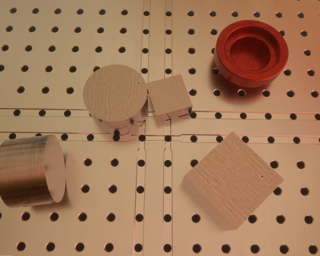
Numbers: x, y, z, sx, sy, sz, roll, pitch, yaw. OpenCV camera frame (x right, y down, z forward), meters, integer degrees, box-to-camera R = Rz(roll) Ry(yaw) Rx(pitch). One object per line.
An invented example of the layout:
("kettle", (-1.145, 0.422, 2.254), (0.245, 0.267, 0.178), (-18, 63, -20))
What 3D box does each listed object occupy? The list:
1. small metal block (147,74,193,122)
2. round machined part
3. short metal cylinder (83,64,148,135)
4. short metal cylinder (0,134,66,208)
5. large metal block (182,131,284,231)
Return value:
("small metal block", (0.012, -0.041, 0.427), (0.050, 0.025, 0.050), (-16, 71, -6))
("round machined part", (0.126, -0.101, 0.441), (0.099, 0.042, 0.098), (0, 70, -1))
("short metal cylinder", (-0.056, -0.037, 0.411), (0.081, 0.050, 0.080), (0, 70, 0))
("short metal cylinder", (-0.147, 0.050, 0.362), (0.050, 0.080, 0.080), (-7, 70, -3))
("large metal block", (0.085, 0.065, 0.376), (0.080, 0.050, 0.080), (-41, 75, -14))
